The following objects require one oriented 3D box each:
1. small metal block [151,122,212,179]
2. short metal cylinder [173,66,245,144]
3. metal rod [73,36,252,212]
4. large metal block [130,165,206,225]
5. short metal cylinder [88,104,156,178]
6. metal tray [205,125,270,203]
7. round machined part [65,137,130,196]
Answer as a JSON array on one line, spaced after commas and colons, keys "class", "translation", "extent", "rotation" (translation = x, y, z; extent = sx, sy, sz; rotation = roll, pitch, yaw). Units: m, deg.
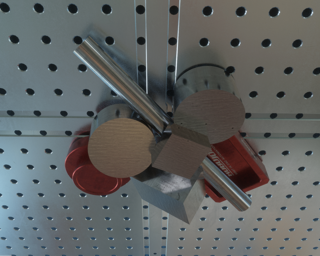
[{"class": "small metal block", "translation": [0.024, 0.027, 0.361], "extent": [0.050, 0.025, 0.050], "rotation": [21, 119, -17]}, {"class": "short metal cylinder", "translation": [0.056, -0.026, 0.369], "extent": [0.081, 0.050, 0.079], "rotation": [0, 130, 0]}, {"class": "metal rod", "translation": [0.017, 0.009, 0.382], "extent": [0.025, 0.025, 0.300], "rotation": [-35, 113, 26]}, {"class": "large metal block", "translation": [0.013, 0.079, 0.423], "extent": [0.080, 0.050, 0.080], "rotation": [22, 152, 25]}, {"class": "short metal cylinder", "translation": [-0.048, 0.015, 0.388], "extent": [0.081, 0.050, 0.079], "rotation": [-3, 114, -8]}, {"class": "metal tray", "translation": [0.088, 0.050, 0.447], "extent": [0.090, 0.030, 0.130], "rotation": [-29, 125, 22]}, {"class": "round machined part", "translation": [-0.087, 0.060, 0.445], "extent": [0.099, 0.042, 0.097], "rotation": [0, 130, 0]}]
